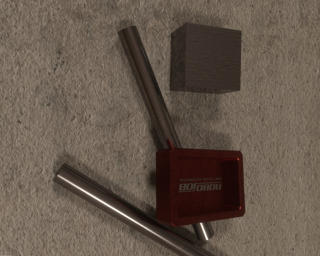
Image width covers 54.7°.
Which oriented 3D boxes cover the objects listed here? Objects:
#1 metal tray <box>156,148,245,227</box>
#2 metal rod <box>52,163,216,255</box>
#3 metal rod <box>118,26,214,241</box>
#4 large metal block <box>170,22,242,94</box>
[{"bbox_3d":[0.056,0.073,0.403,0.131,0.030,0.090,5,80,-37],"label":"metal tray"},{"bbox_3d":[-0.003,0.136,0.409,0.301,0.025,0.025,36,78,-17],"label":"metal rod"},{"bbox_3d":[0.011,0.013,0.414,0.025,0.025,0.298,-24,98,-19],"label":"metal rod"},{"bbox_3d":[0.061,-0.090,0.419,0.081,0.050,0.079,1,90,-21],"label":"large metal block"}]
